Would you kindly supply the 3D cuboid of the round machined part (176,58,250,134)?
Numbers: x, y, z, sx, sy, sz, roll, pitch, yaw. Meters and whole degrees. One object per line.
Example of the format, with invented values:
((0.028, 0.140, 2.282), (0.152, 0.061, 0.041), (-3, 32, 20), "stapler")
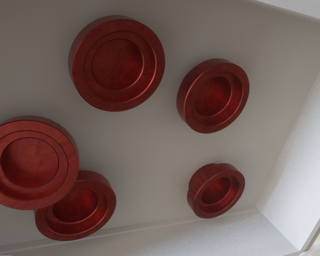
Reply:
((0.065, -0.045, 0.407), (0.099, 0.042, 0.097), (-14, 125, -21), "round machined part")

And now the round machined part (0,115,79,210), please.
((-0.137, 0.034, 0.331), (0.099, 0.042, 0.097), (-3, 105, -12), "round machined part")

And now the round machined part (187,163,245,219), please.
((0.087, 0.097, 0.508), (0.099, 0.042, 0.097), (-14, 125, -21), "round machined part")

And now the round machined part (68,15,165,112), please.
((-0.048, -0.070, 0.330), (0.099, 0.042, 0.097), (-14, 125, -21), "round machined part")

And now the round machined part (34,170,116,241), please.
((-0.110, 0.093, 0.397), (0.099, 0.042, 0.097), (-14, 125, -21), "round machined part")
